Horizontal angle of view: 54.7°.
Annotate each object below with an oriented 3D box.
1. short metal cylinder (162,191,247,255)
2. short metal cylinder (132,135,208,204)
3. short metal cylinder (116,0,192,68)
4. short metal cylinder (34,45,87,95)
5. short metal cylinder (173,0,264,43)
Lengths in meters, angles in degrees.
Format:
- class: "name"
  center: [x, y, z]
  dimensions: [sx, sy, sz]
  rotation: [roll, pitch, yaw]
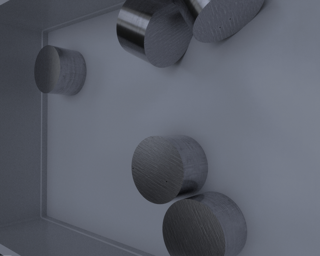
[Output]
- class: "short metal cylinder"
  center: [0.050, 0.116, 0.350]
  dimensions: [0.080, 0.050, 0.080]
  rotation: [0, 90, 40]
- class: "short metal cylinder"
  center: [0.011, 0.049, 0.381]
  dimensions: [0.080, 0.050, 0.080]
  rotation: [0, 90, 40]
- class: "short metal cylinder"
  center: [-0.005, -0.120, 0.375]
  dimensions: [0.050, 0.081, 0.079]
  rotation: [34, 111, 35]
- class: "short metal cylinder"
  center: [-0.172, -0.098, 0.533]
  dimensions: [0.080, 0.050, 0.080]
  rotation: [0, 90, 40]
- class: "short metal cylinder"
  center: [0.060, -0.135, 0.322]
  dimensions: [0.080, 0.081, 0.050]
  rotation: [-38, 67, 33]
